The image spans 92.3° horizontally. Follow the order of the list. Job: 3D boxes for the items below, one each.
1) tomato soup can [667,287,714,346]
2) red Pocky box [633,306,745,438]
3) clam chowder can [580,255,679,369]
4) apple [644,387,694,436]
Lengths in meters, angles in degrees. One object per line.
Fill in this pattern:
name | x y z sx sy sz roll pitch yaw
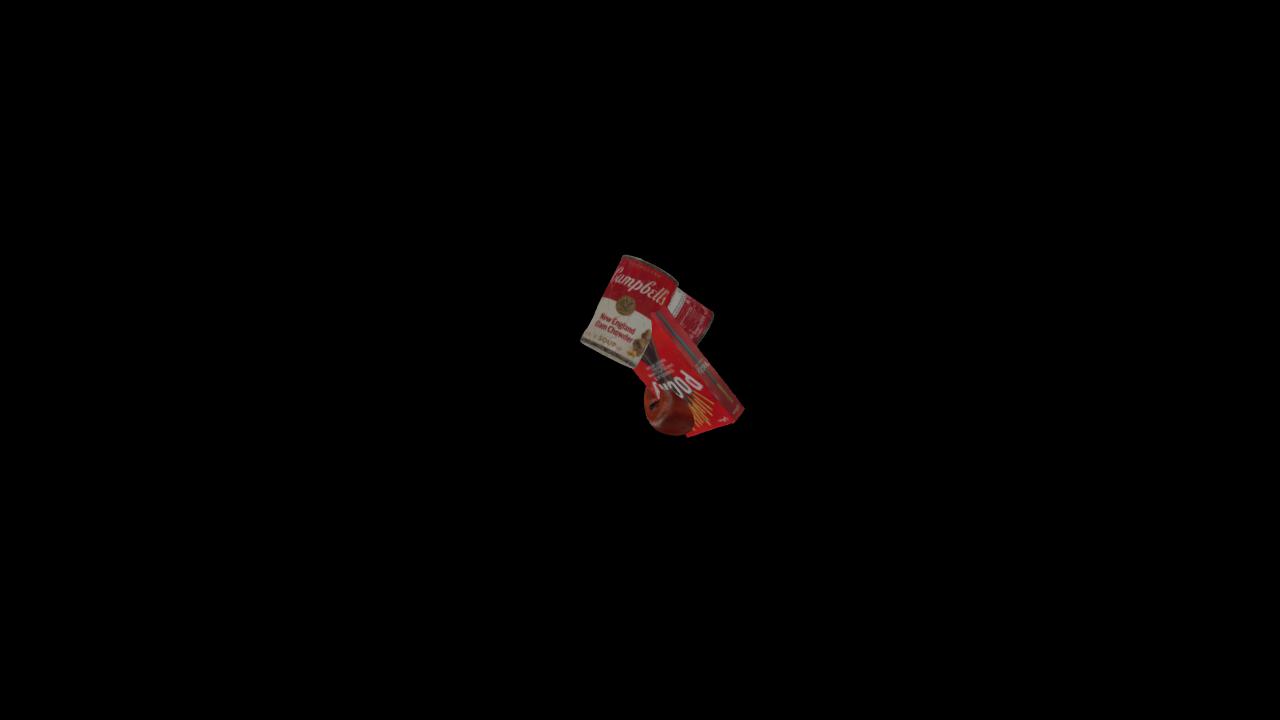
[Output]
tomato soup can | 0.031 -0.059 0.757 0.101 0.068 0.068 33 -7 -11
red Pocky box | 0.037 0.013 0.668 0.083 0.155 0.028 -29 12 49
clam chowder can | -0.012 -0.050 0.646 0.068 0.102 0.068 27 -3 2
apple | 0.049 0.049 0.706 0.093 0.079 0.079 -1 1 -30
